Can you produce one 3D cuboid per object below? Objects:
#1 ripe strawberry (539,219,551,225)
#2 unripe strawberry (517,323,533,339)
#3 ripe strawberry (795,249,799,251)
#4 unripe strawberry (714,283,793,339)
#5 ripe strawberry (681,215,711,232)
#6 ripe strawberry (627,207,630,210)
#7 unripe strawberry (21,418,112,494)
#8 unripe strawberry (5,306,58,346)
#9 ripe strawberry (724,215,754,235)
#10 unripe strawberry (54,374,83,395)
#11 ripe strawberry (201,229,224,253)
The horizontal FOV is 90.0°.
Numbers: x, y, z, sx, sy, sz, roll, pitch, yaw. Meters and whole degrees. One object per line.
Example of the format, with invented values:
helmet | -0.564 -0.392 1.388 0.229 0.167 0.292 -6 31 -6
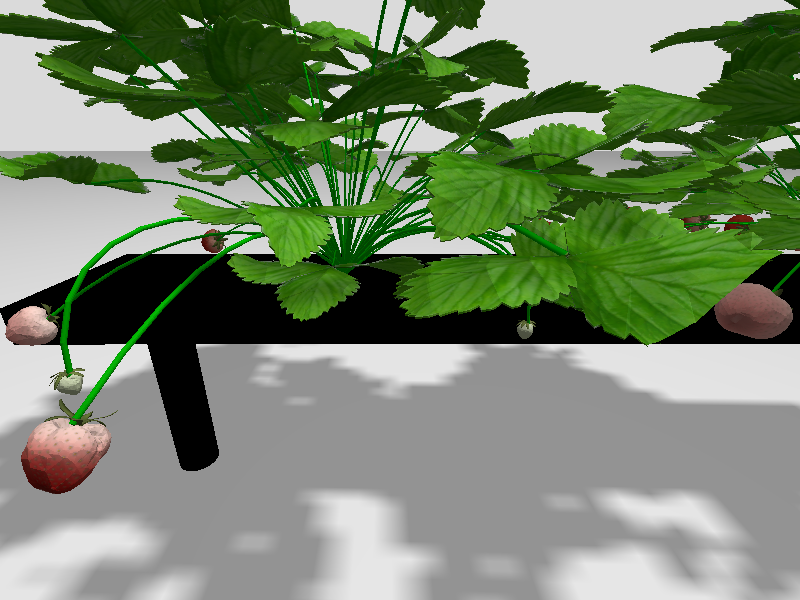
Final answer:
ripe strawberry | 0.152 -0.068 0.426 0.035 0.037 0.033 -7 23 -18
unripe strawberry | 0.078 0.019 0.247 0.011 0.011 0.010 -21 30 -41
ripe strawberry | 0.449 -0.074 0.443 0.037 0.039 0.041 12 25 27
unripe strawberry | 0.216 0.007 0.248 0.037 0.032 0.037 -15 27 -31
ripe strawberry | 0.393 -0.108 0.536 0.032 0.034 0.035 -1 22 -2
ripe strawberry | 0.289 -0.101 0.514 0.035 0.037 0.038 -14 26 -31
unripe strawberry | -0.120 0.056 0.144 0.027 0.024 0.024 6 -20 15
unripe strawberry | -0.221 0.016 0.239 0.022 0.023 0.021 -33 36 -26
ripe strawberry | 0.417 -0.090 0.495 0.029 0.031 0.031 3 22 6
unripe strawberry | -0.140 0.036 0.170 0.011 0.010 0.010 9 24 22
ripe strawberry | -0.202 -0.063 0.431 0.024 0.025 0.022 -4 18 28
